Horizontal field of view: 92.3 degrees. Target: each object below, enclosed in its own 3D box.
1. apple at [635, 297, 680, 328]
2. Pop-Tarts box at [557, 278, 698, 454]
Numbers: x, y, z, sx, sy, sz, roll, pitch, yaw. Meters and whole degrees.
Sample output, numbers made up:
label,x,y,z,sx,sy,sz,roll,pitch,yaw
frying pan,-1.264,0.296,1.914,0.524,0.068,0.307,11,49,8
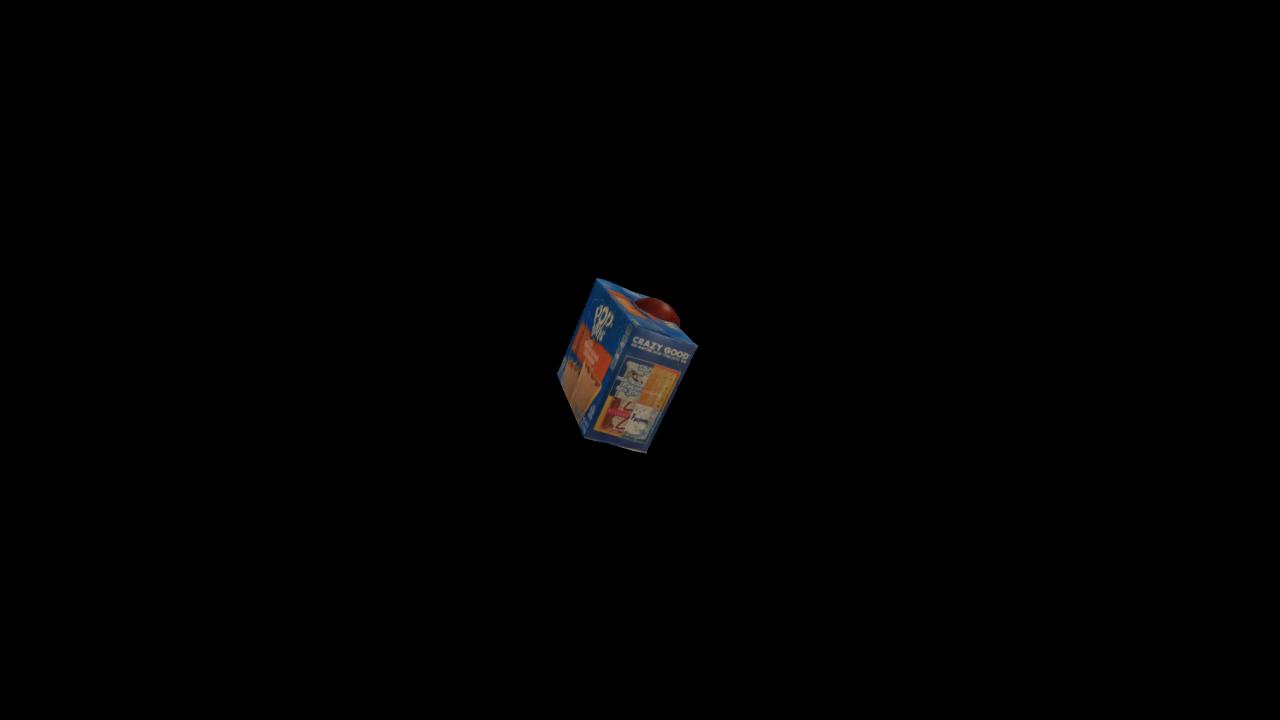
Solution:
label,x,y,z,sx,sy,sz,roll,pitch,yaw
apple,0.011,-0.036,0.737,0.079,0.079,0.093,0,17,20
Pop-Tarts box,-0.024,0.002,0.727,0.083,0.141,0.167,17,18,-26
